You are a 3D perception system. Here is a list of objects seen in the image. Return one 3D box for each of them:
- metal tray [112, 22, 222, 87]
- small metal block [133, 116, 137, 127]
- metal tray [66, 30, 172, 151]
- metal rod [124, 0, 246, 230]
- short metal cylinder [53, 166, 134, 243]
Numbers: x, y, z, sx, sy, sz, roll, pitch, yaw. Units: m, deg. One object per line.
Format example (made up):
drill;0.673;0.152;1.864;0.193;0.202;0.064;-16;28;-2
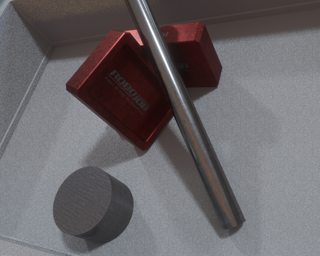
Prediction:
metal tray;0.007;-0.092;0.414;0.130;0.090;0.030;3;63;29
small metal block;-0.045;-0.028;0.445;0.050;0.025;0.050;9;66;32
metal tray;-0.037;-0.042;0.380;0.030;0.130;0.090;26;76;46
metal rod;0.018;-0.038;0.340;0.025;0.025;0.299;-25;78;12
short metal cylinder;-0.079;0.093;0.373;0.080;0.050;0.080;-13;56;20
